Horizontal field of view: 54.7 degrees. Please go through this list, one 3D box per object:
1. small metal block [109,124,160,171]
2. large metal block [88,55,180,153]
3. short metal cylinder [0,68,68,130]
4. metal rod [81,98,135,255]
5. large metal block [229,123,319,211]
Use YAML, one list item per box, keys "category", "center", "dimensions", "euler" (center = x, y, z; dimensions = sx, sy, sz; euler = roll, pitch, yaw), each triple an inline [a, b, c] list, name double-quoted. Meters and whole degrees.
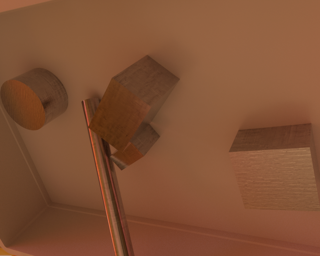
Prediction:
- category: "small metal block"
  center: [-0.034, 0.026, 0.425]
  dimensions: [0.050, 0.050, 0.025]
  euler: [-35, 99, 38]
- category: "large metal block"
  center: [-0.030, -0.030, 0.369]
  dimensions: [0.050, 0.080, 0.080]
  euler: [37, 129, 3]
- category: "short metal cylinder"
  center: [-0.186, -0.043, 0.461]
  dimensions: [0.080, 0.050, 0.079]
  euler: [13, 124, 20]
- category: "metal rod"
  center: [-0.063, 0.105, 0.420]
  dimensions: [0.025, 0.025, 0.298]
  euler: [-19, 82, 35]
- category: "large metal block"
  center: [0.132, 0.045, 0.350]
  dimensions: [0.080, 0.050, 0.080]
  euler: [-7, 115, 31]
